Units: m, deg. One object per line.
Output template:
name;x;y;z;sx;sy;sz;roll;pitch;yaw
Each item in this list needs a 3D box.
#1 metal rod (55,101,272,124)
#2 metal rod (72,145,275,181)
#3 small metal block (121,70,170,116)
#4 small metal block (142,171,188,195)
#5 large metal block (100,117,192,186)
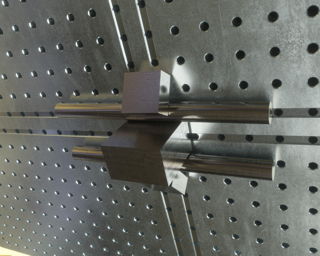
metal rod;-0.015;-0.022;0.400;0.301;0.025;0.025;2;120;27
metal rod;0.000;0.045;0.434;0.301;0.025;0.025;2;120;27
small metal block;-0.017;-0.041;0.375;0.050;0.025;0.050;1;84;27
small metal block;0.005;0.072;0.433;0.050;0.025;0.050;3;157;26
large metal block;-0.014;0.025;0.392;0.080;0.080;0.050;2;119;27
